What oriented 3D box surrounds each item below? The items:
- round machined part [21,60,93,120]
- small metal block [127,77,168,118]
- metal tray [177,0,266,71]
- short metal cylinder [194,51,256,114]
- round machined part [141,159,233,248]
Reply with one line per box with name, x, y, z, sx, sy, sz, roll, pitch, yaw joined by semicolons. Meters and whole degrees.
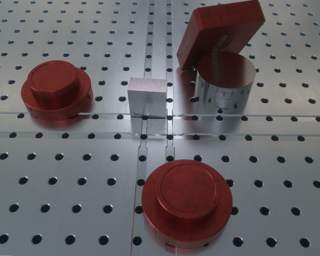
round machined part;-0.150;-0.061;0.446;0.099;0.042;0.098;0;50;0
small metal block;-0.016;-0.041;0.426;0.050;0.050;0.025;4;50;3
metal tray;0.081;-0.128;0.448;0.091;0.130;0.030;-12;79;-10
short metal cylinder;0.092;-0.066;0.448;0.081;0.050;0.080;0;50;0
round machined part;0.029;0.074;0.335;0.099;0.042;0.098;0;50;0
